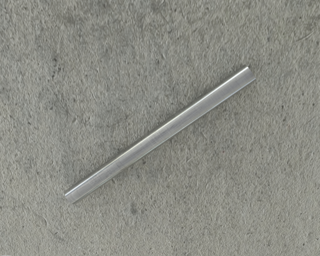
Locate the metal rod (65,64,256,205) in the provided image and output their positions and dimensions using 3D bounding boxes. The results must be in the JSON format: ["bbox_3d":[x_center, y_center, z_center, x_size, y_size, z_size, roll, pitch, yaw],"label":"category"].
[{"bbox_3d":[-0.007,0.015,0.417,0.300,0.025,0.025,-35,107,11],"label":"metal rod"}]
